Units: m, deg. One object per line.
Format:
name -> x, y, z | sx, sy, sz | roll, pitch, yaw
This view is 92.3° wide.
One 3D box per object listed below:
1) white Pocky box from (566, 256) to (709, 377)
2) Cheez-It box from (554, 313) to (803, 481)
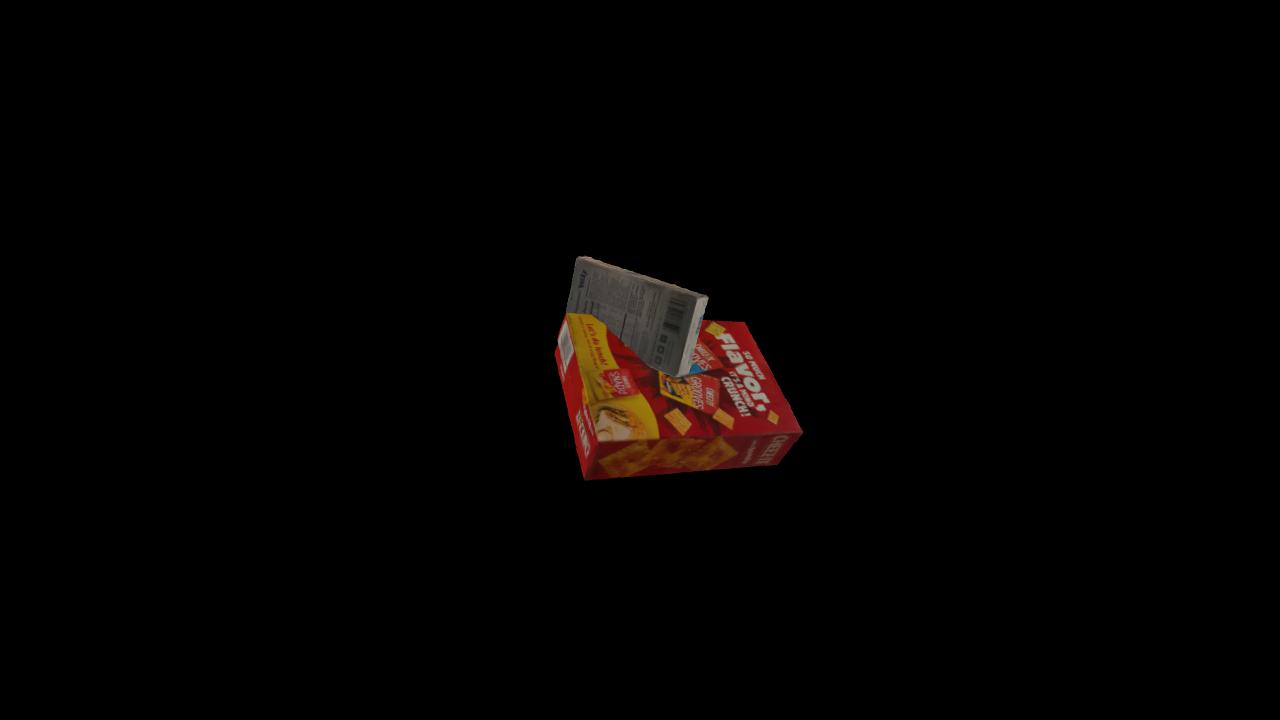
white Pocky box -> -0.009, -0.047, 0.630 | 0.154, 0.084, 0.028 | 23, 18, 31
Cheez-It box -> 0.035, 0.033, 0.645 | 0.223, 0.166, 0.071 | 0, -42, -23
